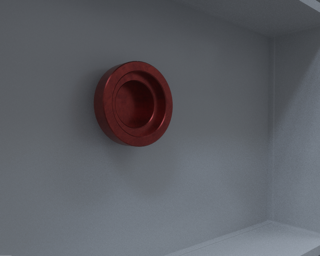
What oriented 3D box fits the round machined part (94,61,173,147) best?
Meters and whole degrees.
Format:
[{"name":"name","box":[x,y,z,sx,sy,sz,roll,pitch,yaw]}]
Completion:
[{"name":"round machined part","box":[-0.035,-0.028,0.368,0.099,0.042,0.097,0,90,-40]}]
